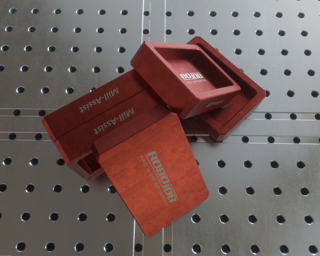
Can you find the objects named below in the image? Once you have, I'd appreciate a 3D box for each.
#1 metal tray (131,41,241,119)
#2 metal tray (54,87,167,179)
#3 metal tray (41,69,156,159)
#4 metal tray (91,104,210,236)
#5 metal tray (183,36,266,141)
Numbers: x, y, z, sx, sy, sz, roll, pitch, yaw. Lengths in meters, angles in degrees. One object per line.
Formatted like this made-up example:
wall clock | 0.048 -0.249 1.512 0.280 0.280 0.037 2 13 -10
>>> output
metal tray | 0.037 -0.062 0.375 0.090 0.030 0.131 49 32 15
metal tray | -0.049 0.008 0.372 0.131 0.090 0.030 -31 73 -11
metal tray | -0.066 -0.016 0.382 0.131 0.090 0.030 -31 73 -11
metal tray | -0.006 0.050 0.344 0.090 0.129 0.030 -31 32 -11
metal tray | 0.066 -0.056 0.429 0.090 0.030 0.130 -42 76 -14
